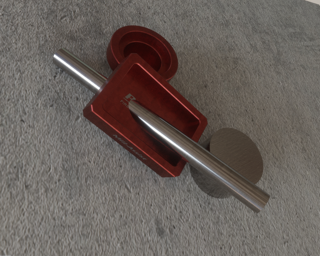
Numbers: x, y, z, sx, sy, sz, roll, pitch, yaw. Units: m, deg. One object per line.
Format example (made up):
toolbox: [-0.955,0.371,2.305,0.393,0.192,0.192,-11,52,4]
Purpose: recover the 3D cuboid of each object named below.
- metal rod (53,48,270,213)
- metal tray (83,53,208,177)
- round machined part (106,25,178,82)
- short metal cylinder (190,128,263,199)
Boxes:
metal rod: [-0.007,-0.004,0.365,0.300,0.025,0.025,36,50,10]
metal tray: [-0.012,-0.013,0.369,0.130,0.030,0.090,41,63,-19]
round machined part: [-0.028,-0.093,0.434,0.099,0.042,0.098,14,56,-21]
short metal cylinder: [0.086,0.046,0.406,0.081,0.050,0.080,14,56,-21]
